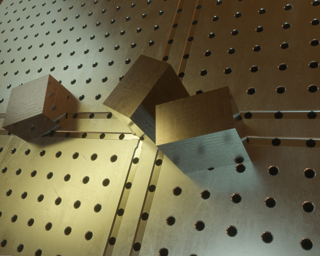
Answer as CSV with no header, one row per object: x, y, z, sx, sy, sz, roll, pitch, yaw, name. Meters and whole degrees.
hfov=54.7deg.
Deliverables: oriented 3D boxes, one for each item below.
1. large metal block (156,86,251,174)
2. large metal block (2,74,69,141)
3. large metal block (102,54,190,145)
0.049,0.006,0.343,0.080,0.080,0.050,-14,56,20,large metal block
-0.205,-0.033,0.518,0.080,0.050,0.080,-17,55,18,large metal block
-0.012,-0.033,0.398,0.050,0.080,0.080,27,77,37,large metal block
